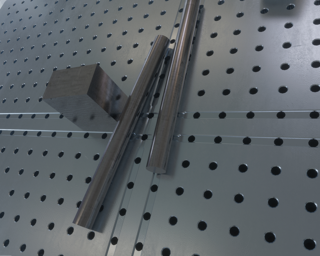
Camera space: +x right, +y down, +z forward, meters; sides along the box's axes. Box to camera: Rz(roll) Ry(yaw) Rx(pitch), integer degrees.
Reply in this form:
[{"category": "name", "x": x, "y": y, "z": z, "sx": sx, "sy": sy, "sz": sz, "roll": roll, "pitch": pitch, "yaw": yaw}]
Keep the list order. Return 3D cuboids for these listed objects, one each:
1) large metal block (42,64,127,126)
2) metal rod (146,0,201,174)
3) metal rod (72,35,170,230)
[{"category": "large metal block", "x": -0.109, "y": -0.045, "z": 0.458, "sx": 0.080, "sy": 0.080, "sz": 0.050, "roll": -3, "pitch": 61, "yaw": 27}, {"category": "metal rod", "x": 0.025, "y": -0.080, "z": 0.444, "sx": 0.025, "sy": 0.025, "sz": 0.300, "roll": -2, "pitch": 61, "yaw": 27}, {"category": "metal rod", "x": -0.046, "y": -0.008, "z": 0.437, "sx": 0.025, "sy": 0.025, "sz": 0.300, "roll": 8, "pitch": 65, "yaw": 31}]
